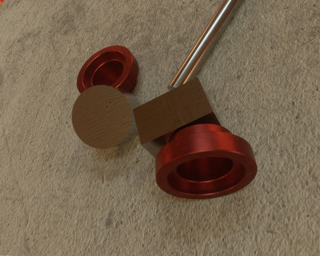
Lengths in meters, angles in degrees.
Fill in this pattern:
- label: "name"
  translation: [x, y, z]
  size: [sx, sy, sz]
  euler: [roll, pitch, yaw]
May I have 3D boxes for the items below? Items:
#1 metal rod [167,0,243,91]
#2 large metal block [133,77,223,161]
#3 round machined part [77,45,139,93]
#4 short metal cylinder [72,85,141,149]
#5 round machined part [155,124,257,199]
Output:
- label: "metal rod"
  translation: [0.098, -0.173, 0.458]
  size: [0.025, 0.025, 0.300]
  euler: [22, 73, 36]
- label: "large metal block"
  translation: [0.027, 0.000, 0.354]
  size: [0.080, 0.080, 0.050]
  euler: [-26, 53, 12]
- label: "round machined part"
  translation: [-0.076, -0.077, 0.480]
  size: [0.098, 0.042, 0.098]
  euler: [-13, 56, 21]
- label: "short metal cylinder"
  translation: [-0.067, -0.015, 0.409]
  size: [0.080, 0.050, 0.079]
  euler: [0, 92, 13]
- label: "round machined part"
  translation: [0.044, 0.032, 0.315]
  size: [0.098, 0.098, 0.042]
  euler: [-18, 50, 18]
